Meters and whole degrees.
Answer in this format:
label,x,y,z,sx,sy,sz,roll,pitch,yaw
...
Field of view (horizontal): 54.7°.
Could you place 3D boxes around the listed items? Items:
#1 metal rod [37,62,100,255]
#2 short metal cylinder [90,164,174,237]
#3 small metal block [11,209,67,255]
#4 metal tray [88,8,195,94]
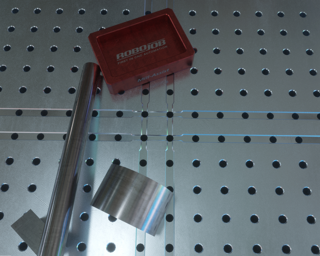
label,x,y,z,sx,sy,sz,roll,pitch,yaw
metal rod,-0.104,0.041,0.362,0.025,0.025,0.300,3,58,1
short metal cylinder,-0.032,0.082,0.352,0.080,0.080,0.050,24,72,8
small metal block,-0.135,0.124,0.350,0.050,0.050,0.025,41,64,13
metal tray,-0.027,-0.113,0.449,0.131,0.030,0.090,-21,72,-8
